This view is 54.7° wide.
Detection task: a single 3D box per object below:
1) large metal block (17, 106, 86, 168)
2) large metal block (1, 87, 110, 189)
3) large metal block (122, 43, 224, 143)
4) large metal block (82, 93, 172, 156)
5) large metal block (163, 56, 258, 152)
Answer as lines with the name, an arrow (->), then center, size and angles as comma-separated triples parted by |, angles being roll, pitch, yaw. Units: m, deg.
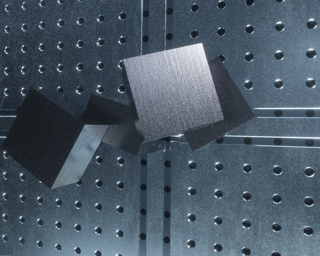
large metal block -> -0.146, 0.009, 0.433 | 0.050, 0.080, 0.080 | -7, 88, 19
large metal block -> -0.119, 0.010, 0.354 | 0.080, 0.050, 0.080 | 33, 100, 17
large metal block -> 0.010, -0.034, 0.322 | 0.081, 0.050, 0.080 | -14, 85, -10
large metal block -> -0.040, -0.005, 0.396 | 0.080, 0.080, 0.050 | 20, 97, 18
large metal block -> 0.060, -0.027, 0.377 | 0.080, 0.050, 0.080 | -32, 80, 17
